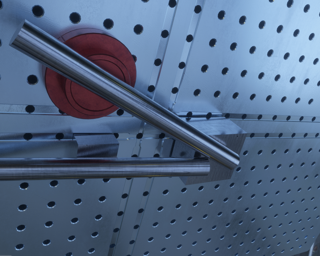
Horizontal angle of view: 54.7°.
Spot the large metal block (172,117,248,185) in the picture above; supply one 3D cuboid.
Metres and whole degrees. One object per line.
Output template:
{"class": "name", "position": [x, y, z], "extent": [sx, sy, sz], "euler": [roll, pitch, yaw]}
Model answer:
{"class": "large metal block", "position": [0.068, 0.032, 0.450], "extent": [0.081, 0.050, 0.079], "euler": [-2, 120, -28]}

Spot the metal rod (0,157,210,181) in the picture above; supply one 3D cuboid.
{"class": "metal rod", "position": [-0.084, 0.047, 0.360], "extent": [0.302, 0.025, 0.025], "euler": [2, 118, -18]}

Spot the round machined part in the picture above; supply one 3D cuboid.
{"class": "round machined part", "position": [-0.071, -0.052, 0.330], "extent": [0.099, 0.042, 0.097], "euler": [-14, 125, -21]}

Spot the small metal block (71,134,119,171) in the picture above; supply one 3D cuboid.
{"class": "small metal block", "position": [-0.083, 0.035, 0.389], "extent": [0.050, 0.025, 0.050], "euler": [-1, 119, -29]}

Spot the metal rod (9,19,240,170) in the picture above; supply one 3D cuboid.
{"class": "metal rod", "position": [-0.008, -0.016, 0.336], "extent": [0.301, 0.025, 0.025], "euler": [30, 102, -35]}
